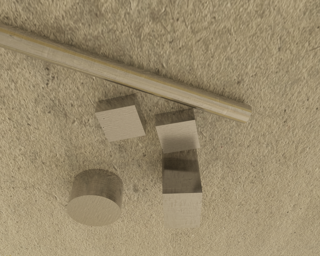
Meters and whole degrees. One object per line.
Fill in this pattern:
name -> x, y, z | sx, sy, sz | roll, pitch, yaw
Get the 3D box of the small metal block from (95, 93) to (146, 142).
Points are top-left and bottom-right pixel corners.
small metal block -> -0.049, -0.012, 0.396 | 0.050, 0.025, 0.050 | -11, 130, 8

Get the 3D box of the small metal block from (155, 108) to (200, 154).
small metal block -> 0.024, 0.004, 0.411 | 0.050, 0.025, 0.050 | -10, 130, 7

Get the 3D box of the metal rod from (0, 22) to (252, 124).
metal rod -> -0.031, -0.058, 0.357 | 0.302, 0.025, 0.025 | 16, 128, -14

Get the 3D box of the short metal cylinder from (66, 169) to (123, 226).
short metal cylinder -> -0.099, 0.109, 0.482 | 0.081, 0.050, 0.079 | 0, 130, 0

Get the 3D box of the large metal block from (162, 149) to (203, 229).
large metal block -> 0.030, 0.087, 0.445 | 0.050, 0.080, 0.079 | -2, 130, 1
